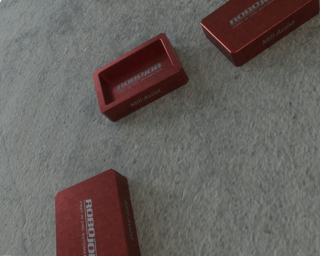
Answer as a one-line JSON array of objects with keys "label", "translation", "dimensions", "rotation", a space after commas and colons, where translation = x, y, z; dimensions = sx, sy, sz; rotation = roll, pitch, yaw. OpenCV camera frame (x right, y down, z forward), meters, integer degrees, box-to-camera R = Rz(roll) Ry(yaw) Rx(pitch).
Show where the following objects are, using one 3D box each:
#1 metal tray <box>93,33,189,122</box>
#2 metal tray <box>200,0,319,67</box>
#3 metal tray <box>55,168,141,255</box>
[{"label": "metal tray", "translation": [-0.033, -0.076, 0.462], "dimensions": [0.130, 0.030, 0.090], "rotation": [-27, 52, 10]}, {"label": "metal tray", "translation": [0.133, -0.153, 0.424], "dimensions": [0.130, 0.030, 0.090], "rotation": [-34, 52, 5]}, {"label": "metal tray", "translation": [-0.076, 0.123, 0.363], "dimensions": [0.090, 0.030, 0.130], "rotation": [-25, 53, 12]}]
